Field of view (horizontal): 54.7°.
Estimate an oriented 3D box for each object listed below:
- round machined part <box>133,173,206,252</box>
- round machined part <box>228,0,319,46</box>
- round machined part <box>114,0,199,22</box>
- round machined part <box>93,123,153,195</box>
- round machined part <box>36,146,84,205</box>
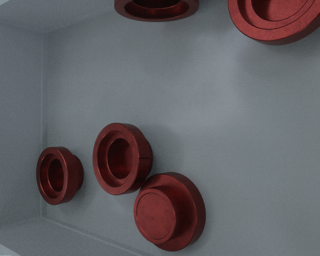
[{"bbox_3d":[0.005,0.107,0.392,0.098,0.042,0.097,0,90,40],"label":"round machined part"},{"bbox_3d":[0.119,-0.128,0.297,0.098,0.042,0.097,0,90,40],"label":"round machined part"},{"bbox_3d":[-0.004,-0.160,0.362,0.098,0.099,0.042,1,92,40],"label":"round machined part"},{"bbox_3d":[-0.048,0.042,0.433,0.098,0.042,0.097,-3,85,42],"label":"round machined part"},{"bbox_3d":[-0.169,0.081,0.536,0.098,0.042,0.097,0,90,40],"label":"round machined part"}]
